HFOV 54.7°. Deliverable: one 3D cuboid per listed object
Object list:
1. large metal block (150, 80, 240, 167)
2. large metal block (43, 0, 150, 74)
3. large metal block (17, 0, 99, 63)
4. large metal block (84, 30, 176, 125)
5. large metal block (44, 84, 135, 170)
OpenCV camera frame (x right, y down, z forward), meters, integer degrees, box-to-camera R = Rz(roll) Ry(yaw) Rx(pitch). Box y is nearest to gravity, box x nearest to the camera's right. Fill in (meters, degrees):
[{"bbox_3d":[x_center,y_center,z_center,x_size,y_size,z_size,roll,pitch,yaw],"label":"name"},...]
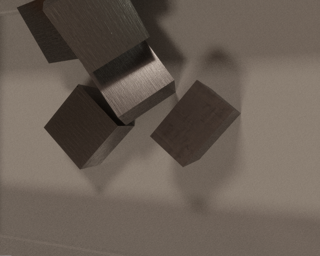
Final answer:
[{"bbox_3d":[0.045,-0.005,0.365,0.050,0.080,0.080,43,103,14],"label":"large metal block"},{"bbox_3d":[-0.070,-0.122,0.346,0.080,0.080,0.050,-32,36,2],"label":"large metal block"},{"bbox_3d":[-0.126,-0.136,0.409,0.080,0.050,0.080,2,128,37],"label":"large metal block"},{"bbox_3d":[-0.037,-0.062,0.397,0.080,0.050,0.080,-34,79,-2],"label":"large metal block"},{"bbox_3d":[-0.098,-0.002,0.430,0.080,0.050,0.080,46,104,14],"label":"large metal block"}]
